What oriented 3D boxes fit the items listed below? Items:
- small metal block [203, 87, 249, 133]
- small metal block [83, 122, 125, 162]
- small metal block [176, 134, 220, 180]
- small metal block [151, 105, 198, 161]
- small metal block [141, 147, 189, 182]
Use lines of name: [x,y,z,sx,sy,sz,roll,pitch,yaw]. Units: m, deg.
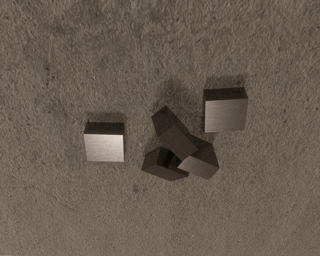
small metal block: [0.081,-0.022,0.390,0.050,0.025,0.050,-4,130,2]
small metal block: [-0.074,0.019,0.423,0.050,0.025,0.050,2,130,-2]
small metal block: [0.049,0.037,0.422,0.050,0.050,0.025,24,121,-20]
small metal block: [0.018,0.006,0.393,0.025,0.050,0.050,-37,121,11]
small metal block: [0.009,0.053,0.439,0.050,0.025,0.050,24,154,-19]
